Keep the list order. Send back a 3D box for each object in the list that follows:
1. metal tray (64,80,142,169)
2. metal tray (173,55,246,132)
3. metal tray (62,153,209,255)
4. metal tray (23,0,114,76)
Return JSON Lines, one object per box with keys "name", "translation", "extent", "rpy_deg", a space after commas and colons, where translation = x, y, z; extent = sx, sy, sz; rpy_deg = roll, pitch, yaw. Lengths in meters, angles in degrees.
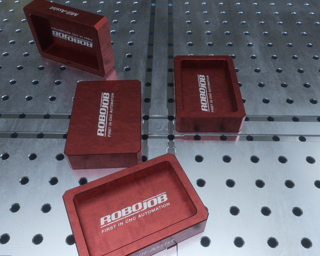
{"name": "metal tray", "translation": [-0.070, -0.010, 0.412], "extent": [0.091, 0.030, 0.130], "rpy_deg": [-2, 50, -2]}
{"name": "metal tray", "translation": [0.066, -0.054, 0.449], "extent": [0.090, 0.030, 0.130], "rpy_deg": [0, 50, 0]}
{"name": "metal tray", "translation": [-0.026, 0.088, 0.330], "extent": [0.131, 0.030, 0.090], "rpy_deg": [-19, 53, -16]}
{"name": "metal tray", "translation": [-0.139, -0.140, 0.482], "extent": [0.130, 0.090, 0.030], "rpy_deg": [20, 53, 16]}
